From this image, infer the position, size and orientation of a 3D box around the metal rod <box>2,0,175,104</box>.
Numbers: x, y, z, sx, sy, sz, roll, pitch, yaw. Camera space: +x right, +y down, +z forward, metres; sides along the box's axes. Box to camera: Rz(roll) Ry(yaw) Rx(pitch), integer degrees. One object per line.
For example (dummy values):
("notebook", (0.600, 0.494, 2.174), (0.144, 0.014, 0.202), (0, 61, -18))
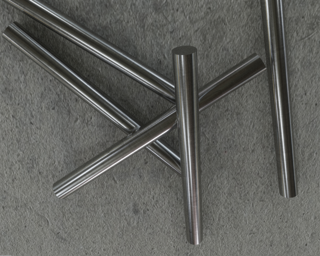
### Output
("metal rod", (-0.082, -0.102, 0.371), (0.301, 0.025, 0.025), (30, 107, -11))

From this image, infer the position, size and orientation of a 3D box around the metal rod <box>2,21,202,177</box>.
("metal rod", (-0.064, -0.024, 0.400), (0.301, 0.025, 0.025), (39, 105, -13))

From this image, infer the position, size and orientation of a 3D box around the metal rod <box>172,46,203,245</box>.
("metal rod", (0.038, 0.046, 0.388), (0.025, 0.025, 0.298), (-6, 125, 2))

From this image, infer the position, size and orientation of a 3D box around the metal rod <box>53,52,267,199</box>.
("metal rod", (-0.009, 0.004, 0.383), (0.300, 0.025, 0.025), (-33, 107, 11))

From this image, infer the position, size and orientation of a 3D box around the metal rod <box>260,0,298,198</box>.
("metal rod", (0.153, -0.043, 0.394), (0.025, 0.025, 0.298), (-12, 110, 4))
